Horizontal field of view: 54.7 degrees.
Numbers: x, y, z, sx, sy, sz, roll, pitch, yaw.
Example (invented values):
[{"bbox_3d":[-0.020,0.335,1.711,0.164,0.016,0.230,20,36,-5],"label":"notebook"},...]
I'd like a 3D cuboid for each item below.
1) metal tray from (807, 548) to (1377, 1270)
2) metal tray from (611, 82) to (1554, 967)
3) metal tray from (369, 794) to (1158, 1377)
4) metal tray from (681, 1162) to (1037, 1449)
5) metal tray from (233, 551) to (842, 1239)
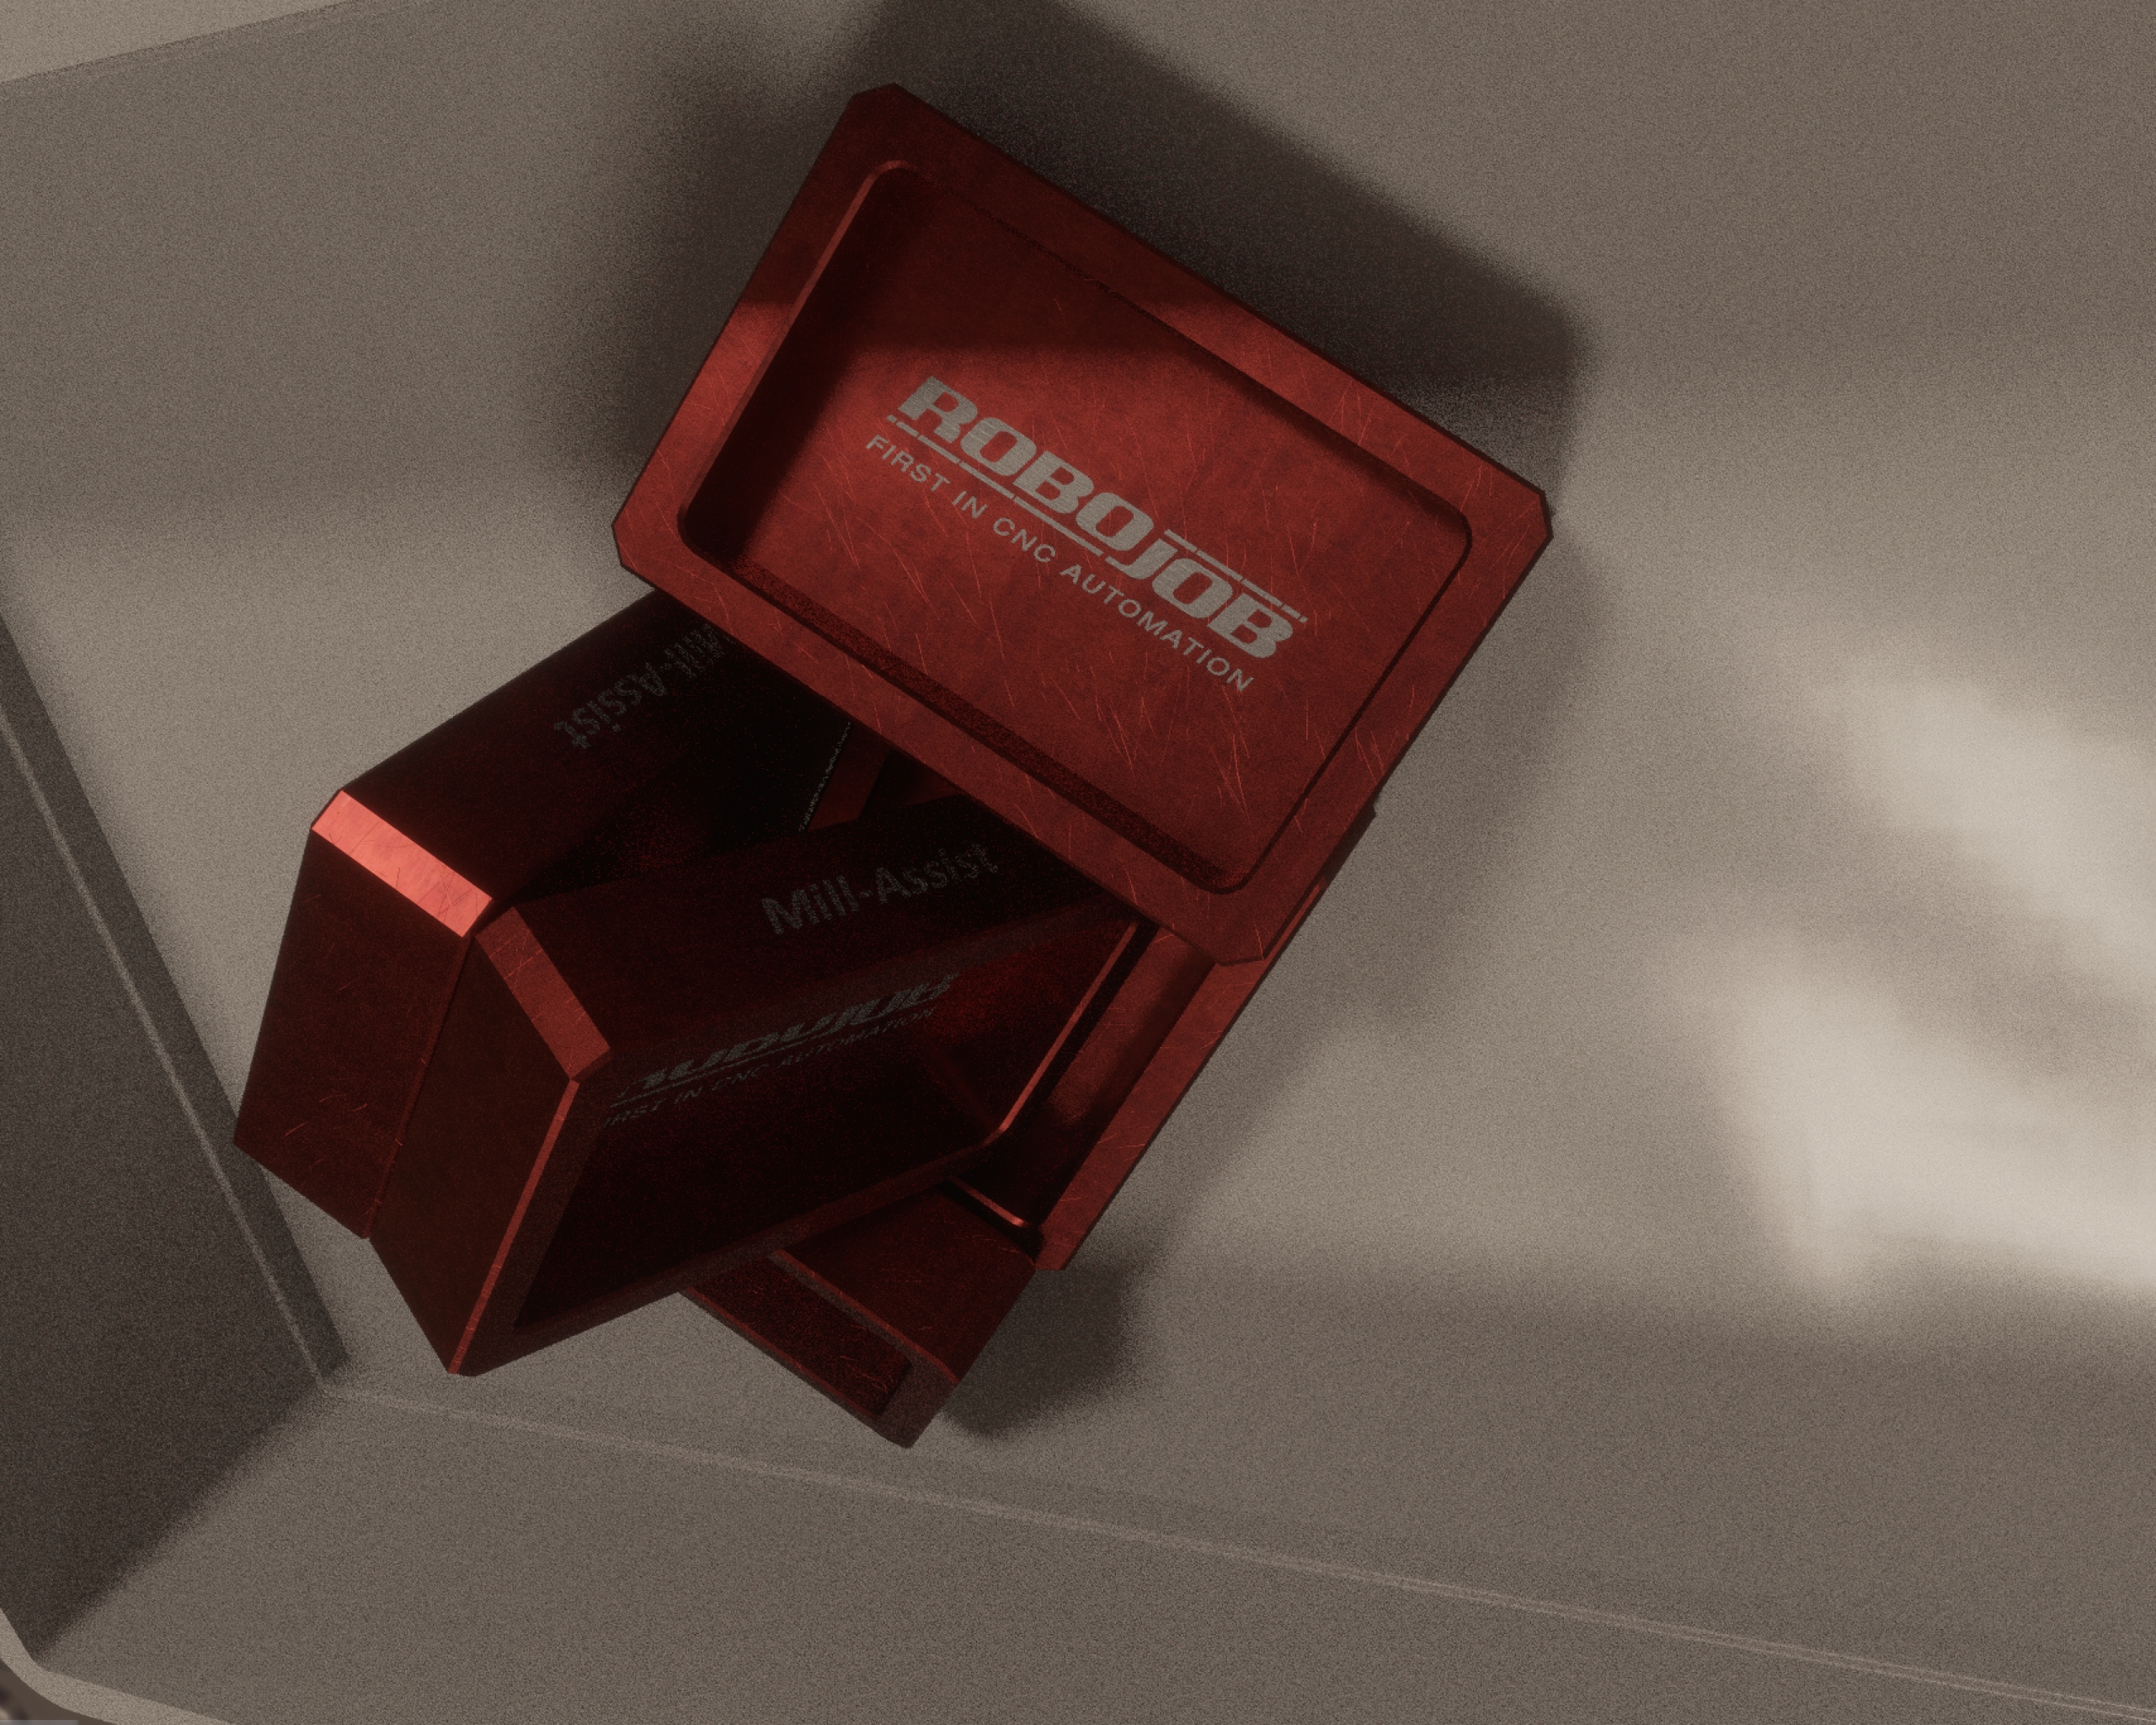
[{"bbox_3d":[-0.011,0.014,0.416,0.090,0.030,0.129,34,129,5],"label":"metal tray"},{"bbox_3d":[0.000,-0.055,0.346,0.130,0.030,0.090,34,103,5],"label":"metal tray"},{"bbox_3d":[-0.050,0.034,0.369,0.030,0.131,0.089,50,132,23],"label":"metal tray"},{"bbox_3d":[-0.078,0.075,0.466,0.130,0.030,0.090,34,153,5],"label":"metal tray"},{"bbox_3d":[-0.090,-0.001,0.382,0.030,0.131,0.089,35,129,6],"label":"metal tray"}]
